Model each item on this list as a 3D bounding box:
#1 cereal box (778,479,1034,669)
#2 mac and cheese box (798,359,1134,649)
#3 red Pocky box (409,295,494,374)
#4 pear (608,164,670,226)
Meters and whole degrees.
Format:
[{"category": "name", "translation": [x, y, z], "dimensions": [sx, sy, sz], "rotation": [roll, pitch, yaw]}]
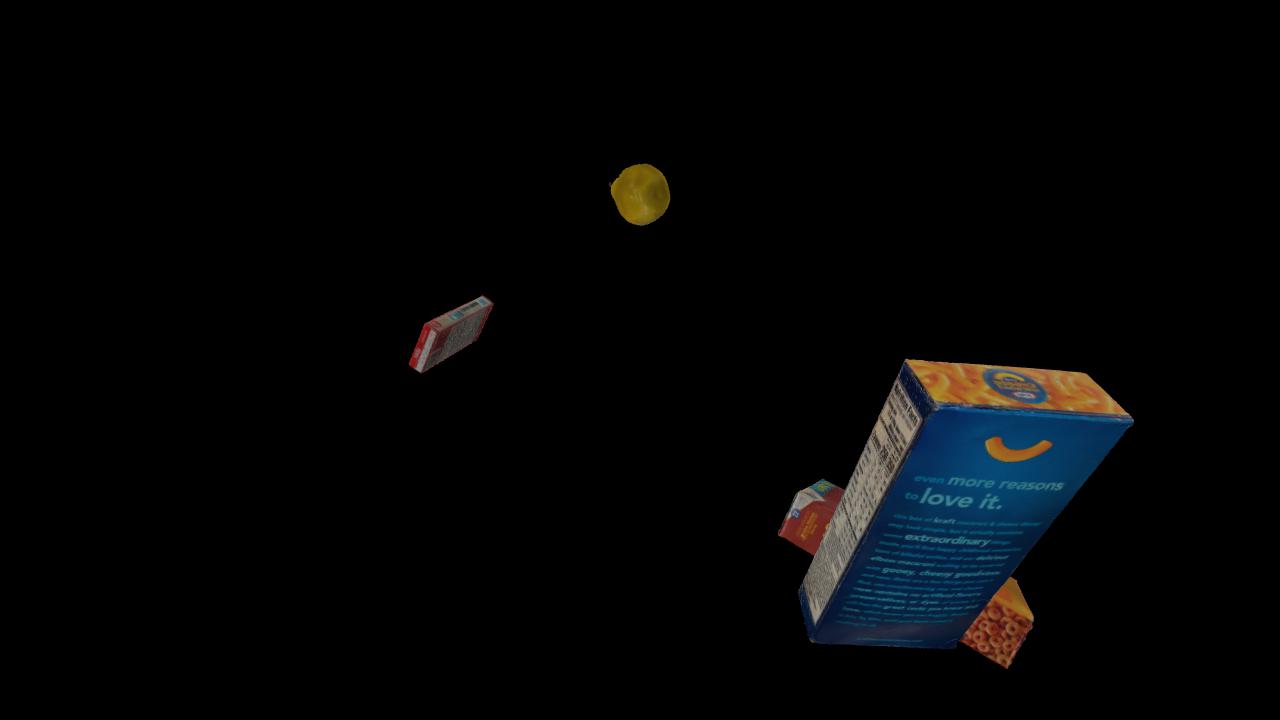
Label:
[{"category": "cereal box", "translation": [0.364, 0.277, 0.864], "dimensions": [0.306, 0.081, 0.203], "rotation": [28, 7, 26]}, {"category": "mac and cheese box", "translation": [0.153, 0.085, 0.322], "dimensions": [0.093, 0.184, 0.041], "rotation": [5, 36, -5]}, {"category": "red Pocky box", "translation": [-0.289, -0.042, 0.951], "dimensions": [0.028, 0.083, 0.155], "rotation": [34, 28, 4]}, {"category": "pear", "translation": [-0.012, -0.225, 0.844], "dimensions": [0.080, 0.080, 0.111], "rotation": [0, 9, -36]}]
